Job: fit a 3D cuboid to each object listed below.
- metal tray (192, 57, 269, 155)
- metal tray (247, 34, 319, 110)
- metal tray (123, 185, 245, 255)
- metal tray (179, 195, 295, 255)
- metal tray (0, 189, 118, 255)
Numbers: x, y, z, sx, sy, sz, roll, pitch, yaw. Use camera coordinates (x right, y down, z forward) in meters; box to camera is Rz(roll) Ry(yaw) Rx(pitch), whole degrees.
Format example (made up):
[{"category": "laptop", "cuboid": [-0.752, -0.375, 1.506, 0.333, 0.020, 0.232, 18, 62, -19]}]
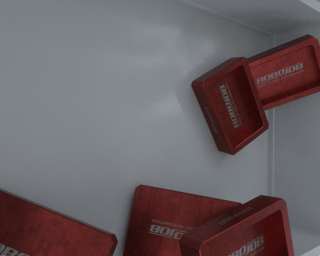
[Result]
[{"category": "metal tray", "cuboid": [0.114, -0.034, 0.487, 0.091, 0.030, 0.129, -33, 112, -20]}, {"category": "metal tray", "cuboid": [0.199, -0.087, 0.514, 0.030, 0.130, 0.090, -77, 144, -63]}, {"category": "metal tray", "cuboid": [0.029, 0.123, 0.369, 0.030, 0.131, 0.090, 49, 51, -74]}, {"category": "metal tray", "cuboid": [0.086, 0.133, 0.319, 0.131, 0.030, 0.089, -13, 95, -34]}, {"category": "metal tray", "cuboid": [-0.113, 0.110, 0.257, 0.131, 0.030, 0.090, 20, 72, 6]}]
